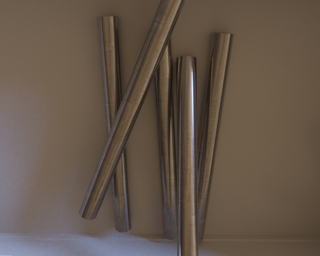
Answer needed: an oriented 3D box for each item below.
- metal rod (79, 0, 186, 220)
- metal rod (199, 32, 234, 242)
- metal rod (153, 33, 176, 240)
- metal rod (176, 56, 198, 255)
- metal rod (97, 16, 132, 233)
[{"bbox_3d":[-0.042,-0.012,0.378,0.025,0.025,0.298,21,109,-8],"label":"metal rod"},{"bbox_3d":[0.065,0.026,0.421,0.025,0.025,0.298,4,110,-2],"label":"metal rod"},{"bbox_3d":[0.009,0.022,0.419,0.025,0.025,0.298,-3,110,1],"label":"metal rod"},{"bbox_3d":[0.033,0.063,0.372,0.025,0.025,0.298,0,86,0],"label":"metal rod"},{"bbox_3d":[-0.058,0.009,0.413,0.025,0.025,0.298,-1,110,0],"label":"metal rod"}]
